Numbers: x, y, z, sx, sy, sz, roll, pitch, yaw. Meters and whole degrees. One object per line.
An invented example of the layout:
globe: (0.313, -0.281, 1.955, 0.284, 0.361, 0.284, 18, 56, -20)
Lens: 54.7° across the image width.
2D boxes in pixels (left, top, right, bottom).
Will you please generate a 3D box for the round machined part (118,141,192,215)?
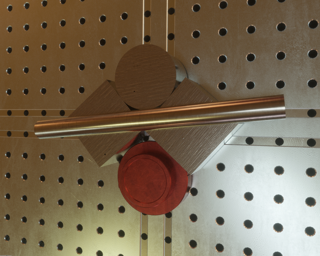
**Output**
round machined part: (-0.012, 0.065, 0.403, 0.098, 0.042, 0.097, 0, 90, 19)

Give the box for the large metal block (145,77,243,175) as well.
large metal block: (0.041, -0.003, 0.378, 0.080, 0.050, 0.080, 44, 105, 14)

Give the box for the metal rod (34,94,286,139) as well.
metal rod: (-0.017, -0.009, 0.359, 0.301, 0.025, 0.025, -5, 89, 20)

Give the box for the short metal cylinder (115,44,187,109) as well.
short metal cylinder: (-0.010, -0.062, 0.399, 0.080, 0.050, 0.079, 0, 90, 20)

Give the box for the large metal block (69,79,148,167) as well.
large metal block: (-0.064, -0.006, 0.418, 0.080, 0.050, 0.080, -41, 79, 15)
